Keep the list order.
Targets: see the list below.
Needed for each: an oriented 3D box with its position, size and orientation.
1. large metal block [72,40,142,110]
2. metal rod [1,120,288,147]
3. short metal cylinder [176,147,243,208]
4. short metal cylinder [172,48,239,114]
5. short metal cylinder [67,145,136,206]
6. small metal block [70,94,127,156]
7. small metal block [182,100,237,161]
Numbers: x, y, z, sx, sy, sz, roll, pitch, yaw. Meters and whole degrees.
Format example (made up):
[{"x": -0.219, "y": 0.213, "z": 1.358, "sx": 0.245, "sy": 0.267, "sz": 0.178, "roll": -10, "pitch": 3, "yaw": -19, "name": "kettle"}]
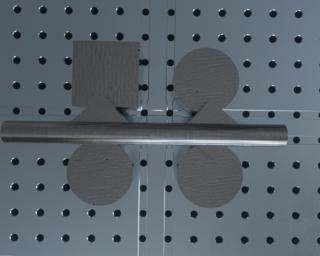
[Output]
[{"x": -0.066, "y": -0.066, "z": 0.400, "sx": 0.081, "sy": 0.050, "sz": 0.080, "roll": 1, "pitch": 90, "yaw": 0, "name": "large metal block"}, {"x": -0.016, "y": 0.006, "z": 0.338, "sx": 0.302, "sy": 0.025, "sz": 0.025, "roll": 1, "pitch": 90, "yaw": 0, "name": "metal rod"}, {"x": 0.061, "y": 0.057, "z": 0.401, "sx": 0.081, "sy": 0.050, "sz": 0.080, "roll": 0, "pitch": 90, "yaw": 0, "name": "short metal cylinder"}, {"x": 0.056, "y": -0.058, "z": 0.401, "sx": 0.081, "sy": 0.050, "sz": 0.080, "roll": 0, "pitch": 90, "yaw": 0, "name": "short metal cylinder"}, {"x": -0.073, "y": 0.054, "z": 0.399, "sx": 0.081, "sy": 0.050, "sz": 0.080, "roll": 0, "pitch": 90, "yaw": 0, "name": "short metal cylinder"}, {"x": -0.068, "y": -0.003, "z": 0.363, "sx": 0.050, "sy": 0.025, "sz": 0.050, "roll": -40, "pitch": 90, "yaw": 0, "name": "small metal block"}, {"x": 0.060, "y": 0.003, "z": 0.364, "sx": 0.050, "sy": 0.025, "sz": 0.050, "roll": 40, "pitch": 90, "yaw": 0, "name": "small metal block"}]
